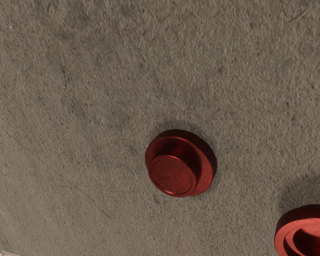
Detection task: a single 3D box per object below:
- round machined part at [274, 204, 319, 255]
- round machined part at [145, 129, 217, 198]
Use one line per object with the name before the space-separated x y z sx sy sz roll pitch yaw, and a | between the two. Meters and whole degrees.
round machined part | 0.193 0.132 0.376 0.098 0.042 0.097 13 124 20
round machined part | 0.023 0.054 0.416 0.098 0.042 0.097 13 124 20
